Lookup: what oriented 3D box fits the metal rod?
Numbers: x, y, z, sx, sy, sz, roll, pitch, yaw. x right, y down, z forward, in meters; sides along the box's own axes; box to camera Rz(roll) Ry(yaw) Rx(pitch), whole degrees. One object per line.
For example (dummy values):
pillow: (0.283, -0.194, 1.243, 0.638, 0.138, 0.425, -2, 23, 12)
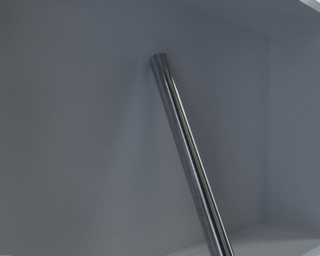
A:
metal rod: (0.039, 0.045, 0.365, 0.025, 0.025, 0.299, -2, 67, -40)
